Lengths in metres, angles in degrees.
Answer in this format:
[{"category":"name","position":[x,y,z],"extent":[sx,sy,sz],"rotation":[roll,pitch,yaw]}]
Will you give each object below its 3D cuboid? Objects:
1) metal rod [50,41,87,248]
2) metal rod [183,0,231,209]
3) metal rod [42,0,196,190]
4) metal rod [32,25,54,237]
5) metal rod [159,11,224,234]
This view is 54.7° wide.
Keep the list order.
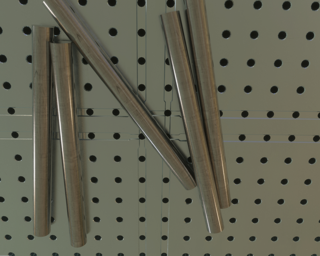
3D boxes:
[{"category":"metal rod","position":[-0.121,0.037,0.420],"extent":[0.025,0.025,0.298],"rotation":[1,112,-1]},{"category":"metal rod","position":[0.065,-0.026,0.404],"extent":[0.025,0.025,0.298],"rotation":[-10,110,3]},{"category":"metal rod","position":[-0.039,-0.035,0.400],"extent":[0.025,0.025,0.299],"rotation":[-33,107,11]},{"category":"metal rod","position":[-0.158,0.018,0.417],"extent":[0.025,0.025,0.298],"rotation":[7,110,-3]},{"category":"metal rod","position":[0.045,0.004,0.404],"extent":[0.025,0.025,0.298],"rotation":[-13,106,4]}]
